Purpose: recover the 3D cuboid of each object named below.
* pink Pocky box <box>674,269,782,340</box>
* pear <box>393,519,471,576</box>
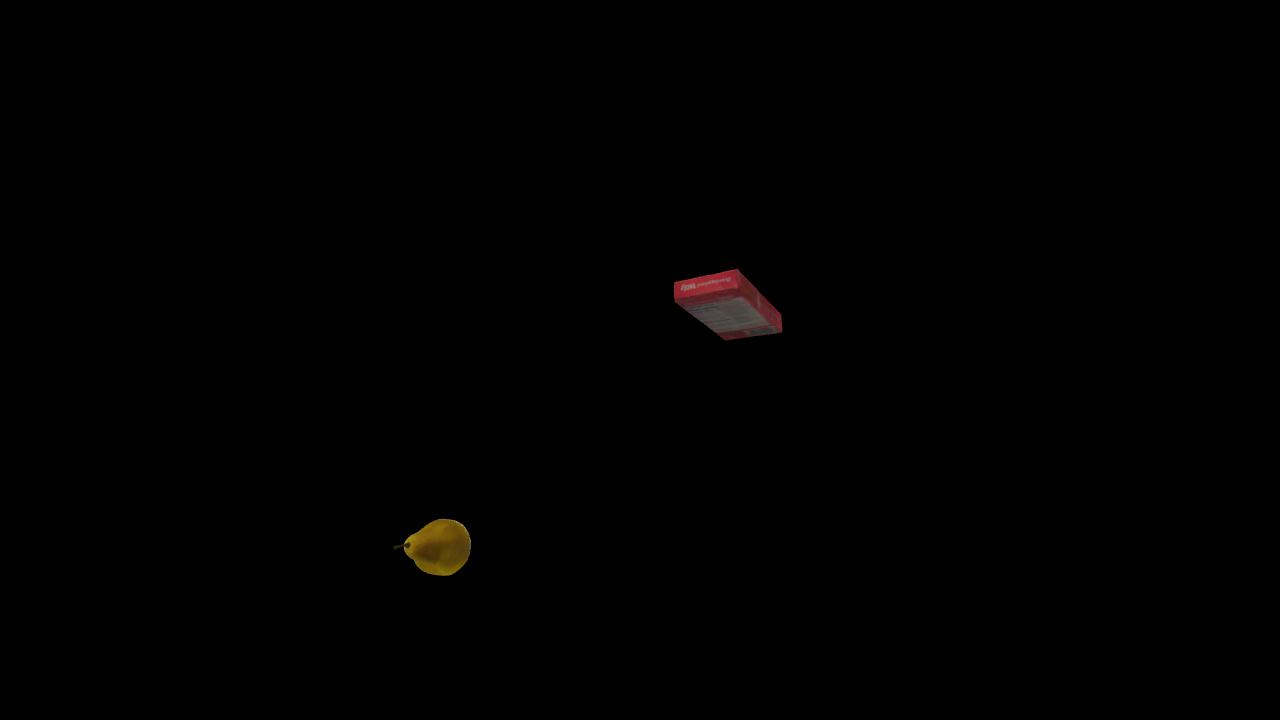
[{"bbox_3d":[0.114,-0.065,0.775,0.084,0.029,0.155,-9,-21,31],"label":"pink Pocky box"},{"bbox_3d":[-0.273,0.243,0.809,0.080,0.080,0.111,0,-21,14],"label":"pear"}]
